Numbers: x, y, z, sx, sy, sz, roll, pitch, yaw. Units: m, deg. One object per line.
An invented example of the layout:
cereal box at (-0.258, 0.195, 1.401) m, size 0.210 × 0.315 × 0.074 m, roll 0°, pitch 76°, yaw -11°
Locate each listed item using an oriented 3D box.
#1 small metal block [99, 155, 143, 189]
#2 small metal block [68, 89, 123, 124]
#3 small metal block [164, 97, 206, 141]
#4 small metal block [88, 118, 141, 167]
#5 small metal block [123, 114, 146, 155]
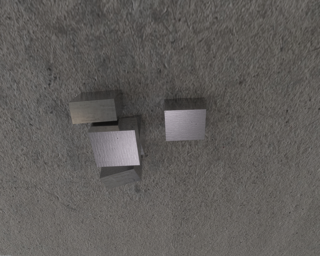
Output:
small metal block at (-0.053, 0.053, 0.435) m, size 0.050 × 0.050 × 0.025 m, roll -17°, pitch 128°, yaw 14°
small metal block at (-0.073, -0.026, 0.364) m, size 0.050 × 0.050 × 0.025 m, roll -4°, pitch 109°, yaw 3°
small metal block at (0.032, -0.011, 0.398) m, size 0.050 × 0.025 × 0.050 m, roll -2°, pitch 130°, yaw 1°
small metal block at (-0.050, 0.017, 0.357) m, size 0.050 × 0.025 × 0.050 m, roll -3°, pitch 125°, yaw 3°
small metal block at (-0.046, 0.011, 0.400) m, size 0.050 × 0.050 × 0.025 m, roll -9°, pitch 130°, yaw 7°
